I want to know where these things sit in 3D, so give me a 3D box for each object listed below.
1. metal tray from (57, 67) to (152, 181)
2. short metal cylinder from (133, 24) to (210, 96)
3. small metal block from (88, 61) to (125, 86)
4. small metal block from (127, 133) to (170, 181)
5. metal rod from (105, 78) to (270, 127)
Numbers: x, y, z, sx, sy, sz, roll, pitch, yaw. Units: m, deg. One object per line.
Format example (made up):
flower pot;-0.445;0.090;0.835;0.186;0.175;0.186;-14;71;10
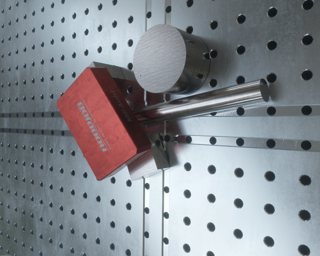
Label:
metal tray;-0.079;-0.006;0.418;0.090;0.030;0.130;-37;79;34
short metal cylinder;0.013;-0.081;0.379;0.080;0.050;0.079;0;90;39
small metal block;-0.090;-0.071;0.464;0.050;0.050;0.025;-39;67;33
small metal block;-0.021;0.040;0.423;0.050;0.025;0.050;-29;72;36
metal rod;-0.007;-0.019;0.413;0.300;0.025;0.025;-10;84;39
